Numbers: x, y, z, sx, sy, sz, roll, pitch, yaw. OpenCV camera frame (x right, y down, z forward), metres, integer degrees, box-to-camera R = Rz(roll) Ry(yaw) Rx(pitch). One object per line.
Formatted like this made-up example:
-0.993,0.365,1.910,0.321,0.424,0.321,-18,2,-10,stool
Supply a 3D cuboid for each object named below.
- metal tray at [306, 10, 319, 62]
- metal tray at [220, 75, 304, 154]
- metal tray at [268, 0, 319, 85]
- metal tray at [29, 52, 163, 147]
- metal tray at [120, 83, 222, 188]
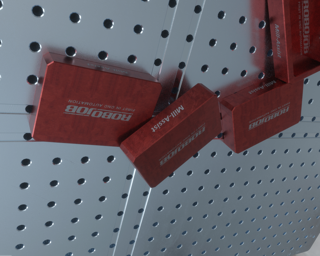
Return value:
0.241,-0.151,0.407,0.030,0.090,0.129,-2,120,-17,metal tray
0.160,-0.025,0.483,0.131,0.030,0.090,-25,128,-14,metal tray
0.200,-0.136,0.424,0.091,0.030,0.129,-26,123,-9,metal tray
-0.071,-0.026,0.354,0.131,0.030,0.089,7,115,-32,metal tray
0.020,0.012,0.405,0.130,0.030,0.090,-38,146,-10,metal tray
